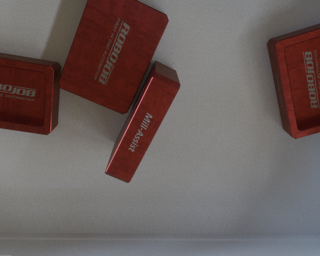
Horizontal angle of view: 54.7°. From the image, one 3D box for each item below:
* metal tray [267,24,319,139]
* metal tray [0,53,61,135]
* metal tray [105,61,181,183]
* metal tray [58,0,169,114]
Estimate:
[{"bbox_3d":[0.195,-0.059,0.389,0.090,0.030,0.129,-17,110,5],"label":"metal tray"},{"bbox_3d":[-0.196,-0.046,0.388,0.131,0.030,0.089,9,110,-4],"label":"metal tray"},{"bbox_3d":[-0.021,-0.010,0.372,0.030,0.090,0.129,25,108,-9],"label":"metal tray"},{"bbox_3d":[-0.056,-0.092,0.374,0.090,0.030,0.129,23,108,-9],"label":"metal tray"}]
